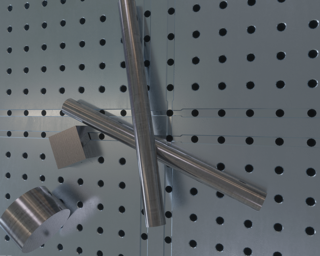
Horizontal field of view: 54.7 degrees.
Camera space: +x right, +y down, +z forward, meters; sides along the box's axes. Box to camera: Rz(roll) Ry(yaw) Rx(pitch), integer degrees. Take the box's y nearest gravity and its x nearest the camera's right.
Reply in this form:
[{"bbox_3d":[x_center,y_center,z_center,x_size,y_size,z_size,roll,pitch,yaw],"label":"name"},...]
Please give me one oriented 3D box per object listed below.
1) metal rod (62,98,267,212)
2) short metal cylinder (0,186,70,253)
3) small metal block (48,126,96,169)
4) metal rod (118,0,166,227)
[{"bbox_3d":[-0.007,0.028,0.415,0.301,0.025,0.025,25,98,18],"label":"metal rod"},{"bbox_3d":[-0.178,0.131,0.446,0.050,0.080,0.080,40,103,15],"label":"short metal cylinder"},{"bbox_3d":[-0.130,0.028,0.458,0.050,0.025,0.050,-21,83,18],"label":"small metal block"},{"bbox_3d":[-0.025,-0.028,0.401,0.025,0.025,0.299,-12,78,19],"label":"metal rod"}]
